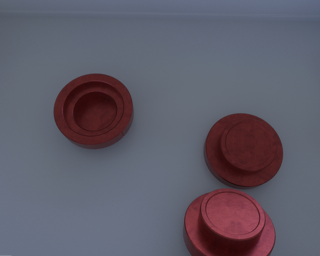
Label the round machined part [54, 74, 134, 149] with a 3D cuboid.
[{"bbox_3d":[-0.083,-0.019,0.406,0.099,0.042,0.098,0,70,-1],"label":"round machined part"}]

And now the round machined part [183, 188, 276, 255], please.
[{"bbox_3d":[0.076,0.105,0.338,0.099,0.042,0.098,2,36,-1],"label":"round machined part"}]

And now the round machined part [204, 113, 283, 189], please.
[{"bbox_3d":[0.107,0.026,0.393,0.099,0.042,0.098,0,70,-1],"label":"round machined part"}]
